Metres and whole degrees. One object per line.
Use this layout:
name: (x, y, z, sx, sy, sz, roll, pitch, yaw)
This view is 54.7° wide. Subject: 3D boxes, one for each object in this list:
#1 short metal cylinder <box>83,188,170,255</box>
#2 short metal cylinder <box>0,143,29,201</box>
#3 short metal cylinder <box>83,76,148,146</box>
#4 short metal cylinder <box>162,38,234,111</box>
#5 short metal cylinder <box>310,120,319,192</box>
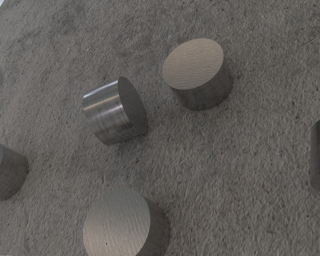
short metal cylinder: (-0.035, 0.111, 0.338, 0.080, 0.050, 0.080, -13, 56, 21)
short metal cylinder: (-0.254, 0.067, 0.481, 0.080, 0.050, 0.080, -13, 56, 21)
short metal cylinder: (-0.057, -0.022, 0.412, 0.050, 0.080, 0.080, -21, 54, 16)
short metal cylinder: (0.050, -0.069, 0.404, 0.080, 0.050, 0.080, -13, 56, 21)
short metal cylinder: (0.172, 0.026, 0.262, 0.080, 0.080, 0.050, -1, 62, 28)
